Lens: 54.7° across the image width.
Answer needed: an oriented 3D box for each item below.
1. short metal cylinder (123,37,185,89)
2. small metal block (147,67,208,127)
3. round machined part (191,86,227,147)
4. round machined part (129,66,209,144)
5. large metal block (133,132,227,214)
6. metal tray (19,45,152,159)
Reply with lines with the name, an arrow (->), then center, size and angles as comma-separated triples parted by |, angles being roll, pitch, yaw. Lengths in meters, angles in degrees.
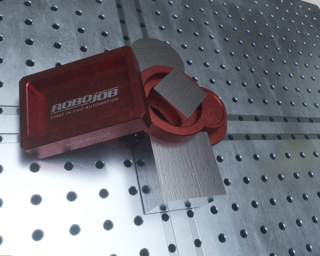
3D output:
short metal cylinder -> -0.013, -0.078, 0.432 | 0.081, 0.050, 0.080 | 14, 56, -21
small metal block -> 0.019, -0.036, 0.361 | 0.050, 0.025, 0.050 | 41, 51, 0
round machined part -> 0.054, -0.020, 0.436 | 0.099, 0.042, 0.098 | 14, 56, -21
round machined part -> 0.008, -0.024, 0.379 | 0.099, 0.042, 0.098 | 14, 56, -21
large metal block -> 0.021, 0.051, 0.368 | 0.081, 0.050, 0.080 | 1, 62, -28
metal tray -> -0.082, -0.028, 0.331 | 0.131, 0.030, 0.090 | -16, 65, 5
